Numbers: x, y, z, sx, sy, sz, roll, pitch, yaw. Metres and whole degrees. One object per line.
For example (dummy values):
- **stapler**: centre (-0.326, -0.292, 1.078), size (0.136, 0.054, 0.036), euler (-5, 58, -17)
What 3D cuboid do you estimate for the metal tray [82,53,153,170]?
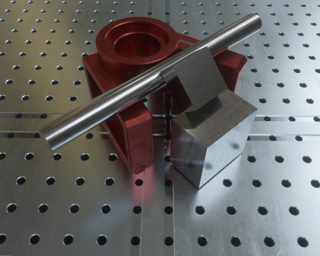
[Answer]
- **metal tray**: centre (-0.053, -0.023, 0.384), size (0.030, 0.089, 0.130), euler (-23, 54, -18)

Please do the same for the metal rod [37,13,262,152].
- **metal rod**: centre (0.010, -0.064, 0.344), size (0.302, 0.025, 0.025), euler (-33, 58, -25)

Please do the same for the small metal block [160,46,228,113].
- **small metal block**: centre (0.037, -0.051, 0.328), size (0.050, 0.050, 0.025), euler (-35, 14, -26)

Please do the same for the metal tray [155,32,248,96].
- **metal tray**: centre (0.046, -0.076, 0.429), size (0.130, 0.089, 0.030), euler (25, 55, 19)

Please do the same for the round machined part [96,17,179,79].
- **round machined part**: centre (-0.027, -0.094, 0.385), size (0.099, 0.042, 0.098), euler (0, 50, 0)

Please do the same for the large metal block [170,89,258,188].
- **large metal block**: centre (0.059, 0.010, 0.360), size (0.080, 0.080, 0.050), euler (-34, 58, -25)
